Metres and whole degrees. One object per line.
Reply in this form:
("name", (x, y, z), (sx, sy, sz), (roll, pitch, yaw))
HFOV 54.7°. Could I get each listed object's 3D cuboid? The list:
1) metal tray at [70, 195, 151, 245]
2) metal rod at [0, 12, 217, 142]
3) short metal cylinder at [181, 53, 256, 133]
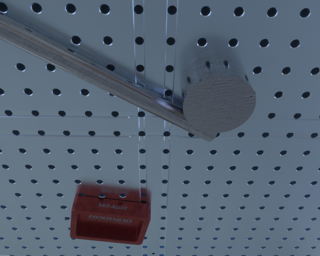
("metal tray", (-0.088, 0.165, 0.547), (0.131, 0.030, 0.089), (9, 130, -9))
("metal rod", (-0.056, -0.054, 0.365), (0.302, 0.025, 0.025), (26, 125, -21))
("short metal cylinder", (0.065, -0.040, 0.362), (0.081, 0.050, 0.079), (-1, 130, 0))
